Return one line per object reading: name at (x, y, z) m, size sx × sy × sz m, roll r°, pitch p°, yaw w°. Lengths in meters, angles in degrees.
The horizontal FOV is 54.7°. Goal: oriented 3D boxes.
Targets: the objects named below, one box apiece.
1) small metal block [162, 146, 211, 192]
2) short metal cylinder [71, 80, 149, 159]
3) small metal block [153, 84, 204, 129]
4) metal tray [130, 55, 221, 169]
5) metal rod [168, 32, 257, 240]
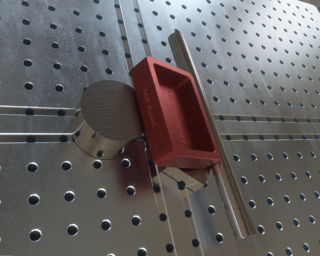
small metal block at (0.038, 0.046, 0.401) m, size 0.050 × 0.025 × 0.050 m, roll 34°, pitch 51°, yaw -7°
short metal cylinder at (-0.059, -0.009, 0.366) m, size 0.081 × 0.050 × 0.080 m, roll 14°, pitch 56°, yaw -21°
small metal block at (0.027, -0.031, 0.444) m, size 0.050 × 0.025 × 0.050 m, roll -16°, pitch 70°, yaw -35°
metal tray at (0.019, -0.017, 0.376) m, size 0.091 × 0.030 × 0.130 m, roll 11°, pitch 55°, yaw -46°
metal rod at (0.061, -0.007, 0.415) m, size 0.025 × 0.025 × 0.299 m, roll -1°, pitch 62°, yaw -29°
